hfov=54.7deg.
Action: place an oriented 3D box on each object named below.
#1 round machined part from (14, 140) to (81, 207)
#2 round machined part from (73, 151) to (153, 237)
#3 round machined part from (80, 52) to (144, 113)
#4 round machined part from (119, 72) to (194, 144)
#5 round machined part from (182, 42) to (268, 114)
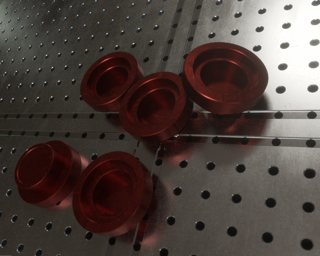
[{"bbox_3d":[-0.167,0.061,0.446,0.098,0.042,0.098,-13,56,20],"label":"round machined part"},{"bbox_3d":[-0.052,0.081,0.374,0.098,0.042,0.098,-13,56,20],"label":"round machined part"},{"bbox_3d":[-0.068,-0.065,0.471,0.098,0.042,0.098,-13,56,20],"label":"round machined part"},{"bbox_3d":[-0.001,-0.023,0.410,0.098,0.042,0.098,-14,55,22],"label":"round machined part"},{"bbox_3d":[0.075,-0.055,0.375,0.099,0.042,0.098,2,56,-3],"label":"round machined part"}]
